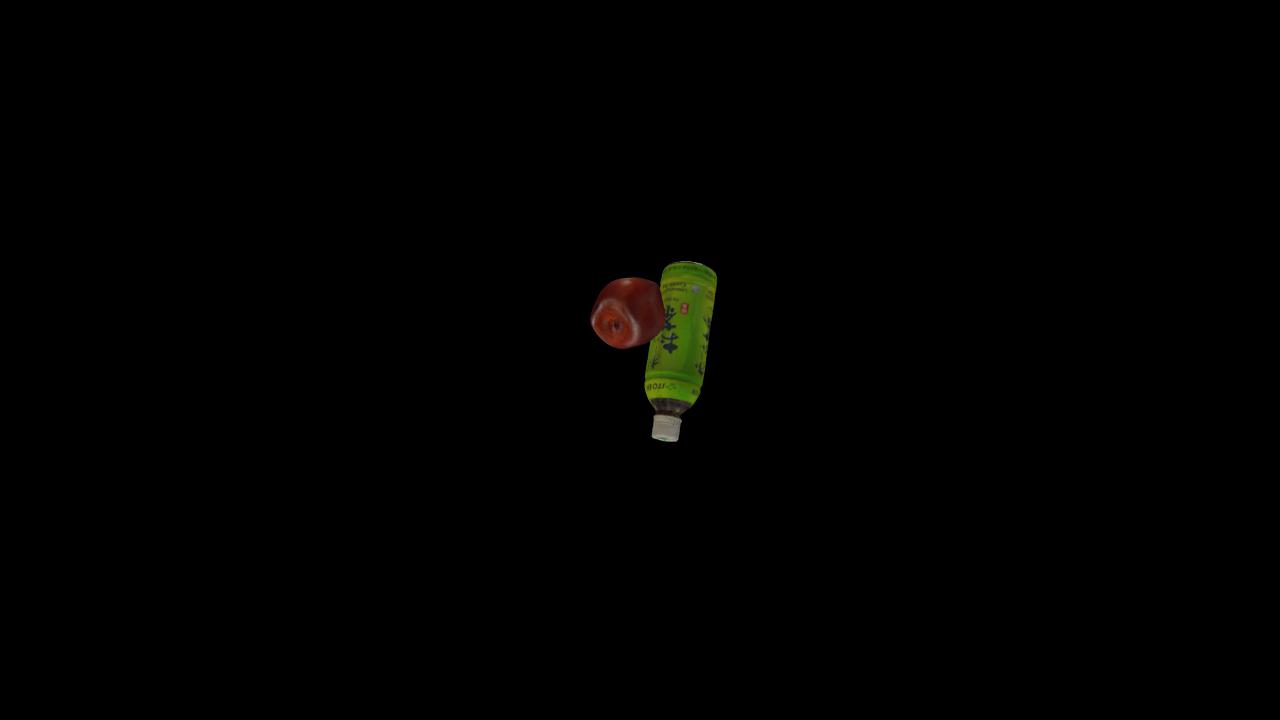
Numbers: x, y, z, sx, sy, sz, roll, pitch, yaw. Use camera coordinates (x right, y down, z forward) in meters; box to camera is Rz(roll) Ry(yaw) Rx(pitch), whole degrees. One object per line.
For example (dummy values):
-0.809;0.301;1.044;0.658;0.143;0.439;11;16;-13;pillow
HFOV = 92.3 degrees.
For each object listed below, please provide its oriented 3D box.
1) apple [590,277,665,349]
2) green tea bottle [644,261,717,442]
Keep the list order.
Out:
-0.010;-0.053;0.680;0.079;0.079;0.093;0;28;26;apple
0.045;-0.009;0.729;0.073;0.212;0.073;8;-16;2;green tea bottle
